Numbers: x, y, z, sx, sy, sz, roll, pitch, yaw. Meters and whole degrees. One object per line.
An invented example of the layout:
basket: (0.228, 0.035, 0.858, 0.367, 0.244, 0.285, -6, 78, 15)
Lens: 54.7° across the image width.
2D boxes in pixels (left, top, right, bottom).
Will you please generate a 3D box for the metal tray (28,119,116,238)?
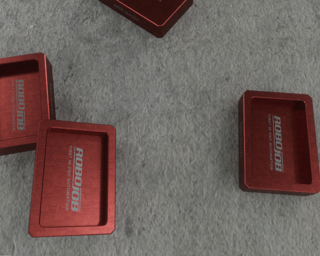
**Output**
metal tray: (-0.100, 0.058, 0.364, 0.091, 0.030, 0.129, 6, 69, -23)

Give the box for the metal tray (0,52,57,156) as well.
metal tray: (-0.191, -0.033, 0.415, 0.091, 0.030, 0.129, -10, 70, -4)

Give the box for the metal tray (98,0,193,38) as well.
metal tray: (-0.024, -0.209, 0.482, 0.130, 0.030, 0.090, 35, 73, 11)

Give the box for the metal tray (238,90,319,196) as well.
metal tray: (0.150, 0.018, 0.400, 0.091, 0.030, 0.130, 4, 70, 1)
